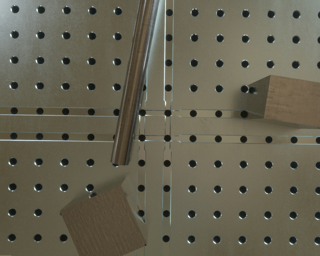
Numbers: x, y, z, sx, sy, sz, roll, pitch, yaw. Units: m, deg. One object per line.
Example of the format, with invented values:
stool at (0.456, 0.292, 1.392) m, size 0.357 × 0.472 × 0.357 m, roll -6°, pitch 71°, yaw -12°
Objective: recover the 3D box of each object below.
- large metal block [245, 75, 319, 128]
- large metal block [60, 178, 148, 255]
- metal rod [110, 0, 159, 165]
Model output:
large metal block at (0.160, -0.029, 0.388) m, size 0.081 × 0.080 × 0.050 m, roll 9°, pitch 90°, yaw -1°
large metal block at (-0.069, 0.121, 0.400) m, size 0.080 × 0.050 × 0.080 m, roll -23°, pitch 90°, yaw -1°
metal rod at (-0.025, -0.099, 0.399) m, size 0.025 × 0.025 × 0.298 m, roll 11°, pitch 95°, yaw -1°
